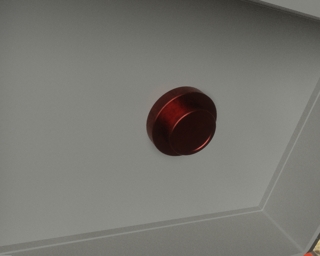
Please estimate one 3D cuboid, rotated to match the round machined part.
[{"bbox_3d":[0.035,-0.003,0.415,0.099,0.042,0.097,-14,124,-21],"label":"round machined part"}]
